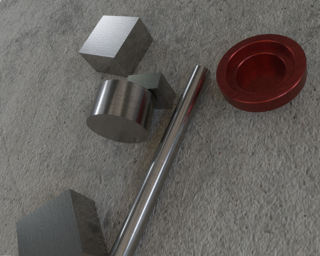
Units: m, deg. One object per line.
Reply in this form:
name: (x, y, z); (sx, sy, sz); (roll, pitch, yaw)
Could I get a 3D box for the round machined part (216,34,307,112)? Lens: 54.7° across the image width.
round machined part: (0.120, -0.060, 0.366); (0.098, 0.042, 0.098); (-13, 56, 20)

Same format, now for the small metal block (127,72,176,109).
small metal block: (-0.013, -0.049, 0.423); (0.050, 0.050, 0.025); (-1, 62, 27)

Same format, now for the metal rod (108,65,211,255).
metal rod: (-0.002, 0.052, 0.371); (0.025, 0.025, 0.300); (12, 68, 33)

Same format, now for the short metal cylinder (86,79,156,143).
short metal cylinder: (-0.049, -0.020, 0.405); (0.080, 0.080, 0.050); (-2, 61, 27)

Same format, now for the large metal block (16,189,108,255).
large metal block: (-0.116, 0.132, 0.366); (0.080, 0.050, 0.080); (-32, 52, 7)

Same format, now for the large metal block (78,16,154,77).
large metal block: (-0.071, -0.134, 0.505); (0.080, 0.050, 0.080); (16, 70, 34)
